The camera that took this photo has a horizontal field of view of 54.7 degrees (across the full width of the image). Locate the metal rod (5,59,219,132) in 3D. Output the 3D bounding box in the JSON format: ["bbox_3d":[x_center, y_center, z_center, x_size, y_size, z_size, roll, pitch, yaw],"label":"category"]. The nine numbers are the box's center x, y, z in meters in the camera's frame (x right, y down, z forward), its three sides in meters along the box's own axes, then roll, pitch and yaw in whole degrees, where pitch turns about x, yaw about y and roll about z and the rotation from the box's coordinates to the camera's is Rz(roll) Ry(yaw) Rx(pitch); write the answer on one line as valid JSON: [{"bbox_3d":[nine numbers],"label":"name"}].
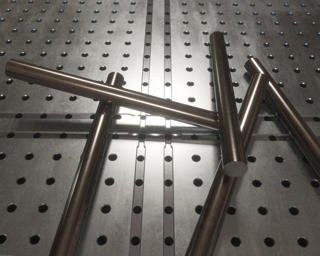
[{"bbox_3d":[-0.053,-0.042,0.411,0.302,0.025,0.025,15,51,0],"label":"metal rod"}]

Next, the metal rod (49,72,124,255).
[{"bbox_3d":[-0.083,0.038,0.374,0.025,0.025,0.300,5,50,4],"label":"metal rod"}]

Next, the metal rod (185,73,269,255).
[{"bbox_3d":[0.084,0.041,0.363,0.025,0.025,0.301,19,56,15],"label":"metal rod"}]

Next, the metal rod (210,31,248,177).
[{"bbox_3d":[0.089,-0.058,0.431,0.025,0.025,0.300,3,42,2],"label":"metal rod"}]

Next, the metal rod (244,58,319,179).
[{"bbox_3d":[0.185,0.009,0.402,0.025,0.025,0.300,-11,51,-10],"label":"metal rod"}]
